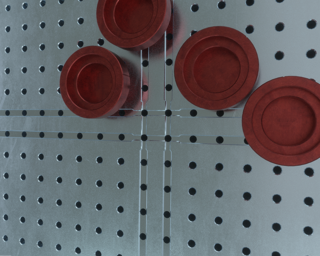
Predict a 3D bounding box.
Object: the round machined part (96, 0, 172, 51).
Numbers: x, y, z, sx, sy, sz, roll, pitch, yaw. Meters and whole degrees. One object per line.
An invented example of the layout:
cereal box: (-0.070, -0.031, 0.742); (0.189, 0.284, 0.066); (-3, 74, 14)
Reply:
round machined part: (-0.031, -0.151, 0.414); (0.098, 0.042, 0.097); (0, 90, 19)

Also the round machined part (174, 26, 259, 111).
round machined part: (0.070, -0.070, 0.378); (0.098, 0.042, 0.097); (0, 90, 19)

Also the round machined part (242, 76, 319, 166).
round machined part: (0.146, -0.008, 0.352); (0.098, 0.042, 0.097); (0, 90, 19)

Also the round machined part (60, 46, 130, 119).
round machined part: (-0.086, -0.061, 0.433); (0.098, 0.042, 0.097); (0, 90, 19)
